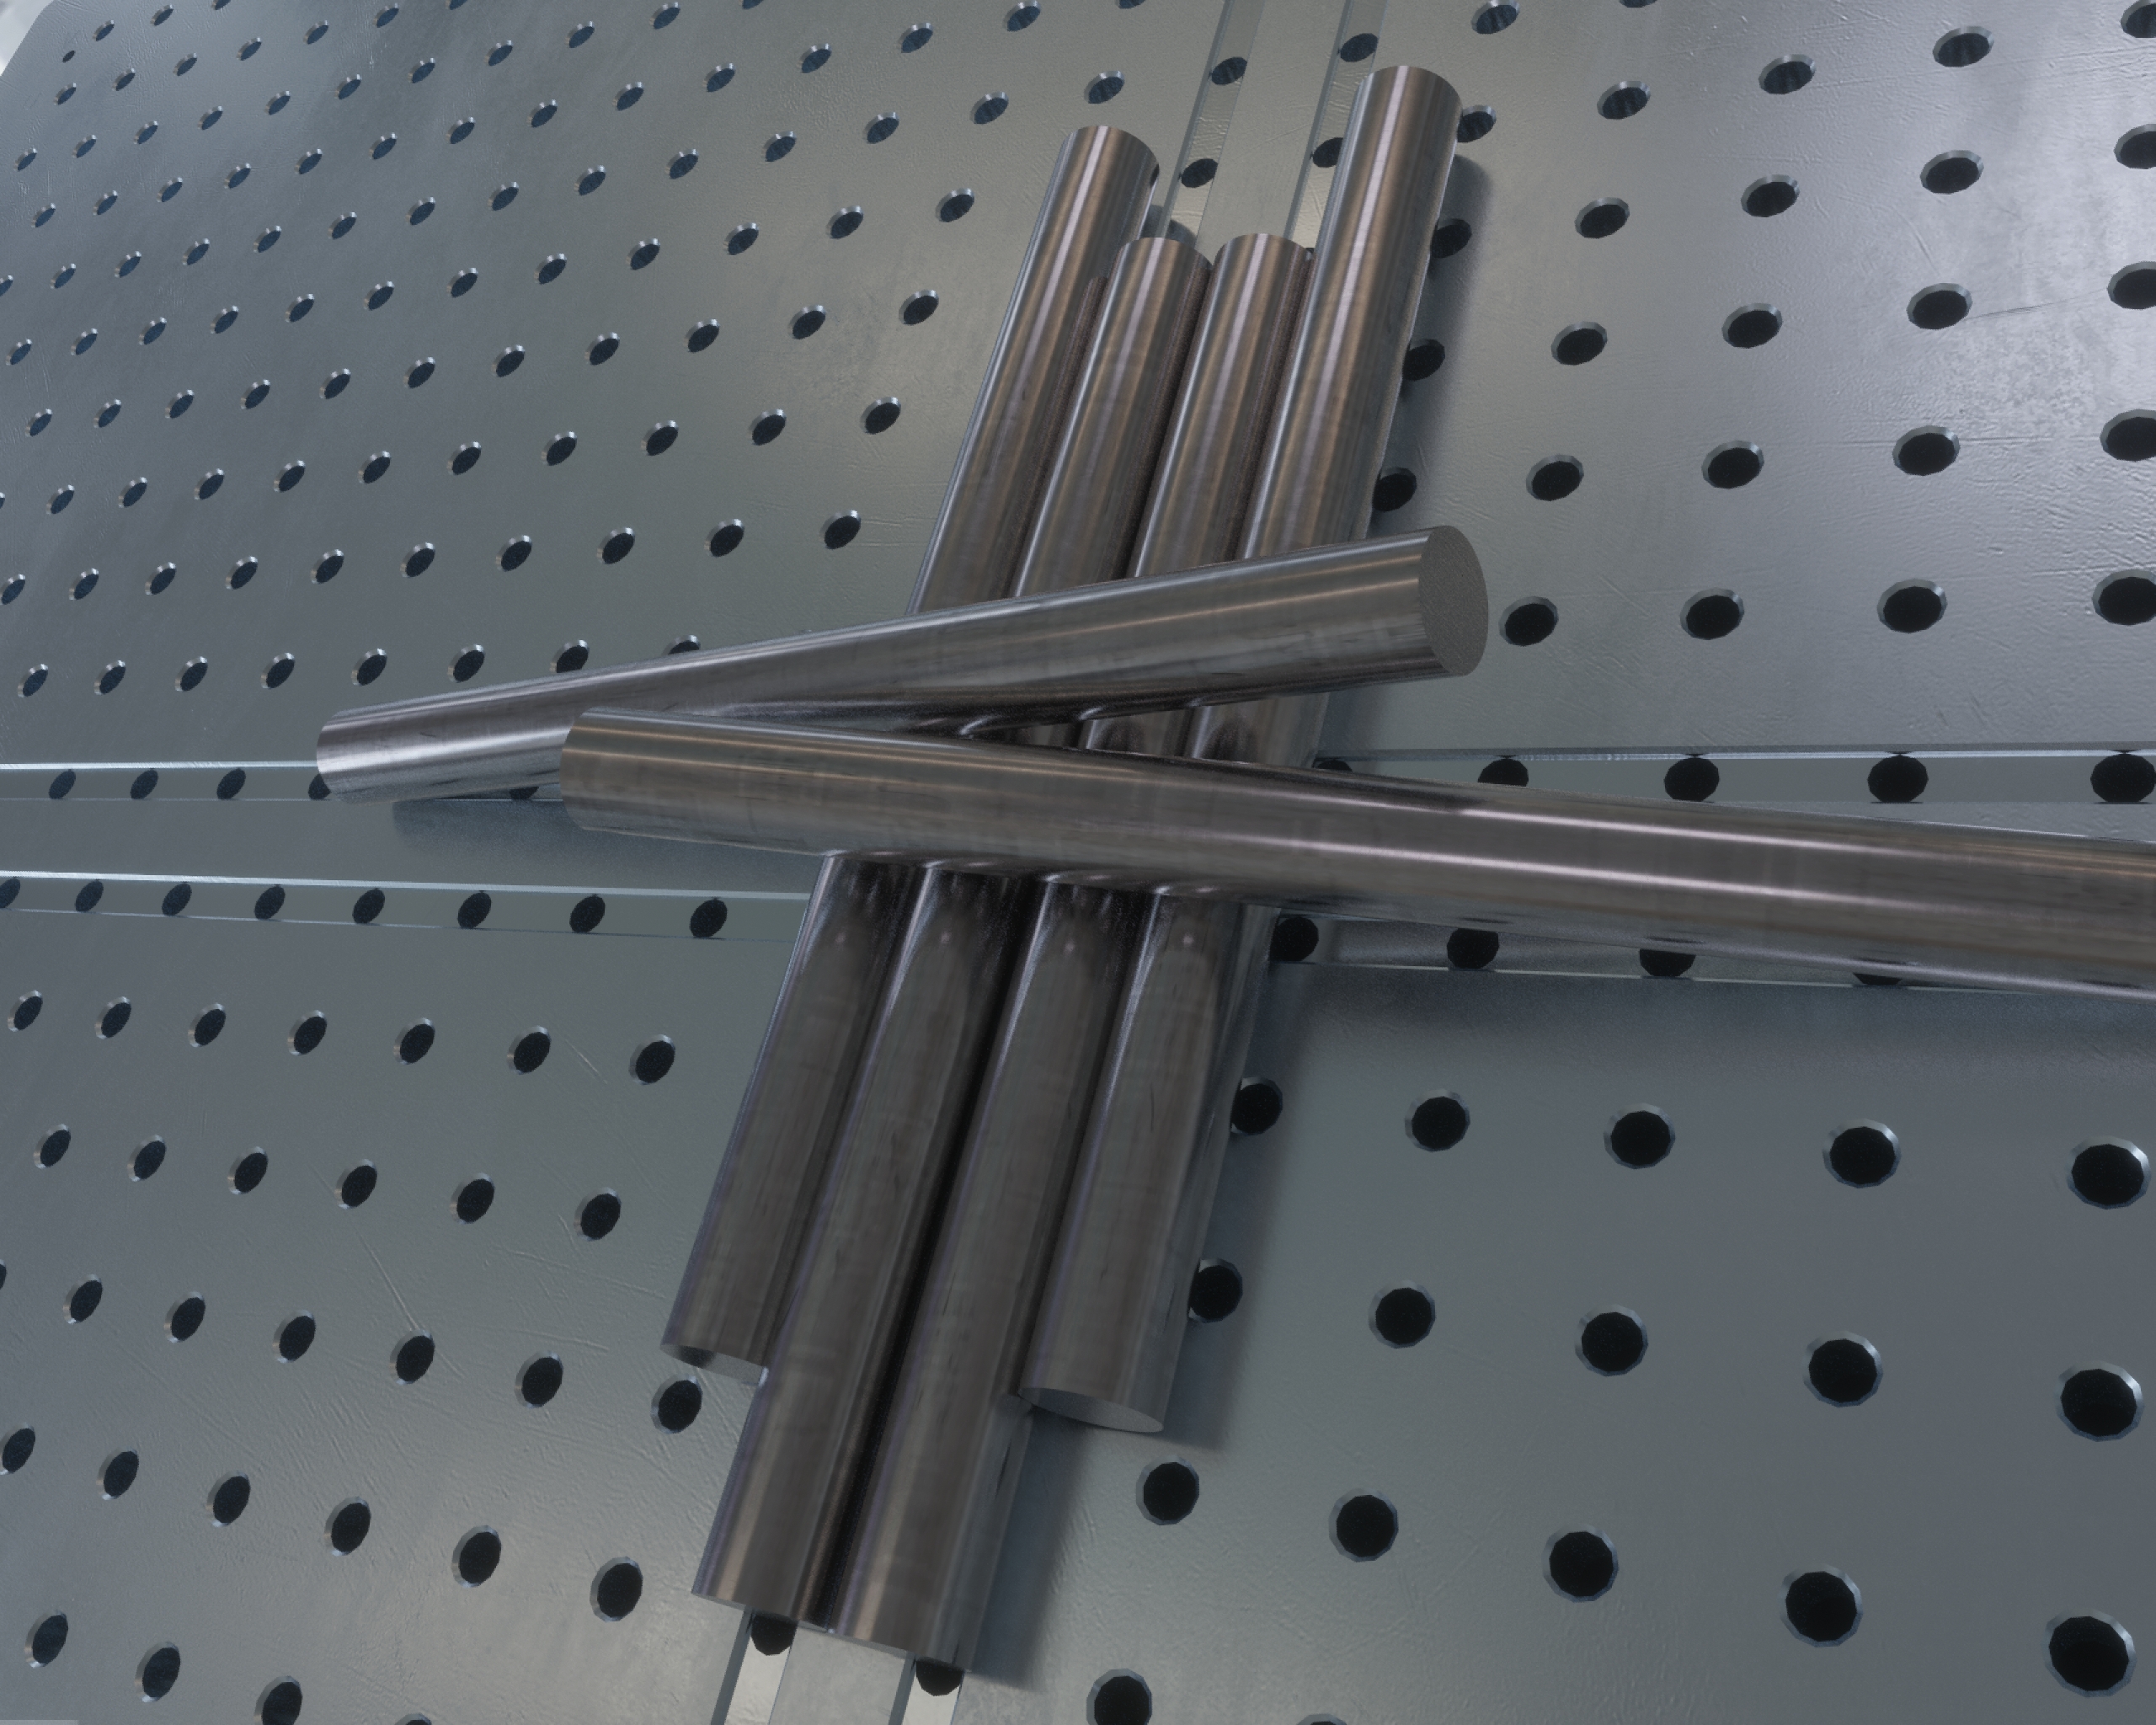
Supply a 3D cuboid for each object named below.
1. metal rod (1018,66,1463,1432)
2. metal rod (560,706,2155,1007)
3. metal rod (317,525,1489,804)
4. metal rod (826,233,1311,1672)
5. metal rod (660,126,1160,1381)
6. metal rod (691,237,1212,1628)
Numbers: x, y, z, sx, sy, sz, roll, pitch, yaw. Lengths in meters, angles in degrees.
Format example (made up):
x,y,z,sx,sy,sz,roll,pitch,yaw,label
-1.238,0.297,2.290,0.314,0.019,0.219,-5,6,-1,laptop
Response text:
x,y,z,sx,sy,sz,roll,pitch,yaw,label
0.039,-0.040,0.412,0.025,0.025,0.300,1,62,29,metal rod
0.044,-0.004,0.362,0.301,0.025,0.025,6,65,21,metal rod
-0.058,-0.035,0.432,0.300,0.025,0.025,-4,60,36,metal rod
0.007,-0.001,0.407,0.025,0.025,0.300,1,62,29,metal rod
-0.029,-0.039,0.447,0.025,0.025,0.300,1,62,29,metal rod
-0.017,-0.003,0.419,0.025,0.025,0.300,2,62,29,metal rod
